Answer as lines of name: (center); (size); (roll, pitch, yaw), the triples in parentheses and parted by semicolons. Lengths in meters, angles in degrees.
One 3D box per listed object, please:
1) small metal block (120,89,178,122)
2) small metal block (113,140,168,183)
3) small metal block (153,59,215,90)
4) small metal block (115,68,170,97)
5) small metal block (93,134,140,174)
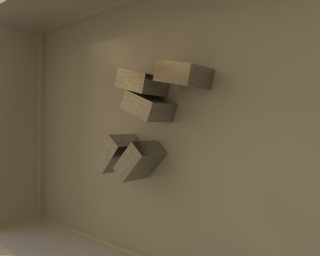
small metal block: (-0.014, -0.028, 0.400); (0.050, 0.050, 0.025); (28, 108, 36)
small metal block: (-0.026, 0.043, 0.410); (0.025, 0.050, 0.050); (51, 120, 27)
small metal block: (0.028, -0.063, 0.366); (0.050, 0.050, 0.025); (16, 100, 38)
small metal block: (-0.022, -0.060, 0.407); (0.050, 0.050, 0.025); (19, 102, 38)
small metal block: (-0.058, 0.036, 0.436); (0.025, 0.050, 0.050); (47, 118, 29)
